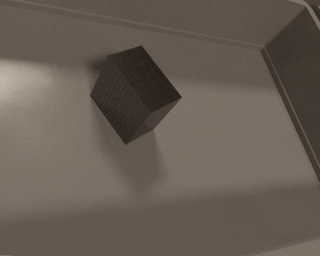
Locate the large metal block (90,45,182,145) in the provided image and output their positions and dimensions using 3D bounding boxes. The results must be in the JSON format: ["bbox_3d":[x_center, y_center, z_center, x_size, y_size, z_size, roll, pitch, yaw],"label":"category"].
[{"bbox_3d":[-0.033,-0.039,0.378,0.050,0.080,0.080,-30,78,-38],"label":"large metal block"}]
